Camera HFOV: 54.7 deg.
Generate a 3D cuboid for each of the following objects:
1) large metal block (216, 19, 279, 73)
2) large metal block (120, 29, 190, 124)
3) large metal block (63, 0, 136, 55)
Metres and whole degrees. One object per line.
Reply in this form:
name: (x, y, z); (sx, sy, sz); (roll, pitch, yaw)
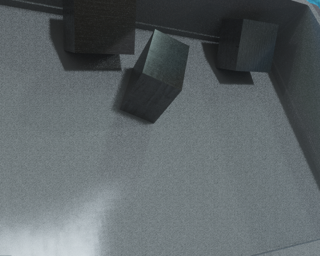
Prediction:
large metal block: (0.147, -0.139, 0.527); (0.081, 0.050, 0.079); (-3, 107, -30)
large metal block: (-0.007, -0.066, 0.406); (0.050, 0.080, 0.080); (23, 53, -15)
large metal block: (-0.079, -0.140, 0.405); (0.081, 0.050, 0.079); (-6, 109, -31)
